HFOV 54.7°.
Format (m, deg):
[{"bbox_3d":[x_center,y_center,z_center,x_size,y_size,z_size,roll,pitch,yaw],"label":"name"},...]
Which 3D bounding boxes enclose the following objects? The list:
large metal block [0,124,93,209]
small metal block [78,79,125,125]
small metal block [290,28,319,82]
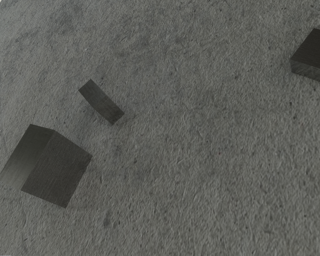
[{"bbox_3d":[-0.149,0.052,0.413,0.050,0.080,0.080,11,67,32],"label":"large metal block"},{"bbox_3d":[-0.085,-0.038,0.454,0.025,0.050,0.050,-44,51,-2],"label":"small metal block"},{"bbox_3d":[0.188,-0.082,0.356,0.050,0.025,0.050,33,80,38],"label":"small metal block"}]
